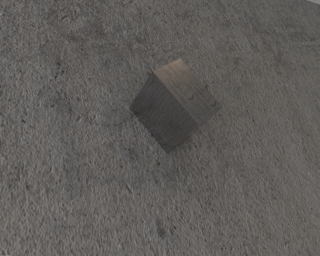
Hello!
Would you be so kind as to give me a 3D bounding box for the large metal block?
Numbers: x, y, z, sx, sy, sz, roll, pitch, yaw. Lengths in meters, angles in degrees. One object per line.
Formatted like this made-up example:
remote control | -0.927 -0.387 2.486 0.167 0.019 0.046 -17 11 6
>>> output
large metal block | 0.017 -0.026 0.393 0.050 0.080 0.080 -34 81 -38
